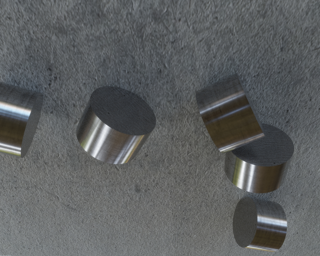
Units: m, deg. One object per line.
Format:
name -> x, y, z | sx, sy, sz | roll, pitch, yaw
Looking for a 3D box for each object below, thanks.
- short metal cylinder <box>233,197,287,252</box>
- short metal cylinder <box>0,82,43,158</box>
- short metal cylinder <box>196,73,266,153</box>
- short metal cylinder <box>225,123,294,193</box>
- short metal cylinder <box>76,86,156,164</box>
short metal cylinder -> 0.160, 0.157, 0.506 | 0.050, 0.080, 0.079 | 13, 129, -11
short metal cylinder -> -0.175, -0.010, 0.361 | 0.050, 0.080, 0.079 | 16, 128, -13
short metal cylinder -> 0.082, -0.017, 0.357 | 0.050, 0.080, 0.080 | -24, 126, 19
short metal cylinder -> 0.127, 0.038, 0.404 | 0.080, 0.080, 0.050 | -2, 130, 2
short metal cylinder -> -0.052, -0.004, 0.367 | 0.080, 0.080, 0.050 | 21, 127, -17
